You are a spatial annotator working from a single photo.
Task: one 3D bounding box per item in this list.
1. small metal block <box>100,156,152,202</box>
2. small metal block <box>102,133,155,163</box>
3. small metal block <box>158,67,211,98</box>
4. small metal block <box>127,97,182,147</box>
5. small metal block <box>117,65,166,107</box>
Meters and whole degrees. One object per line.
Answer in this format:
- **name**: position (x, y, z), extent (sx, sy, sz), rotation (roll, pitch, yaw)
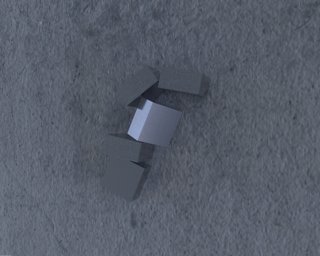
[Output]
- **small metal block**: position (-0.047, 0.065, 0.424), extent (0.050, 0.025, 0.050), rotation (25, 98, 18)
- **small metal block**: position (-0.040, 0.025, 0.409), extent (0.050, 0.050, 0.025), rotation (13, 95, 19)
- **small metal block**: position (0.031, -0.056, 0.384), extent (0.050, 0.050, 0.025), rotation (12, 94, 19)
- **small metal block**: position (-0.006, -0.007, 0.394), extent (0.025, 0.050, 0.050), rotation (31, 102, 49)
- **small metal block**: position (-0.019, -0.052, 0.401), extent (0.050, 0.050, 0.025), rotation (-37, 77, 16)
